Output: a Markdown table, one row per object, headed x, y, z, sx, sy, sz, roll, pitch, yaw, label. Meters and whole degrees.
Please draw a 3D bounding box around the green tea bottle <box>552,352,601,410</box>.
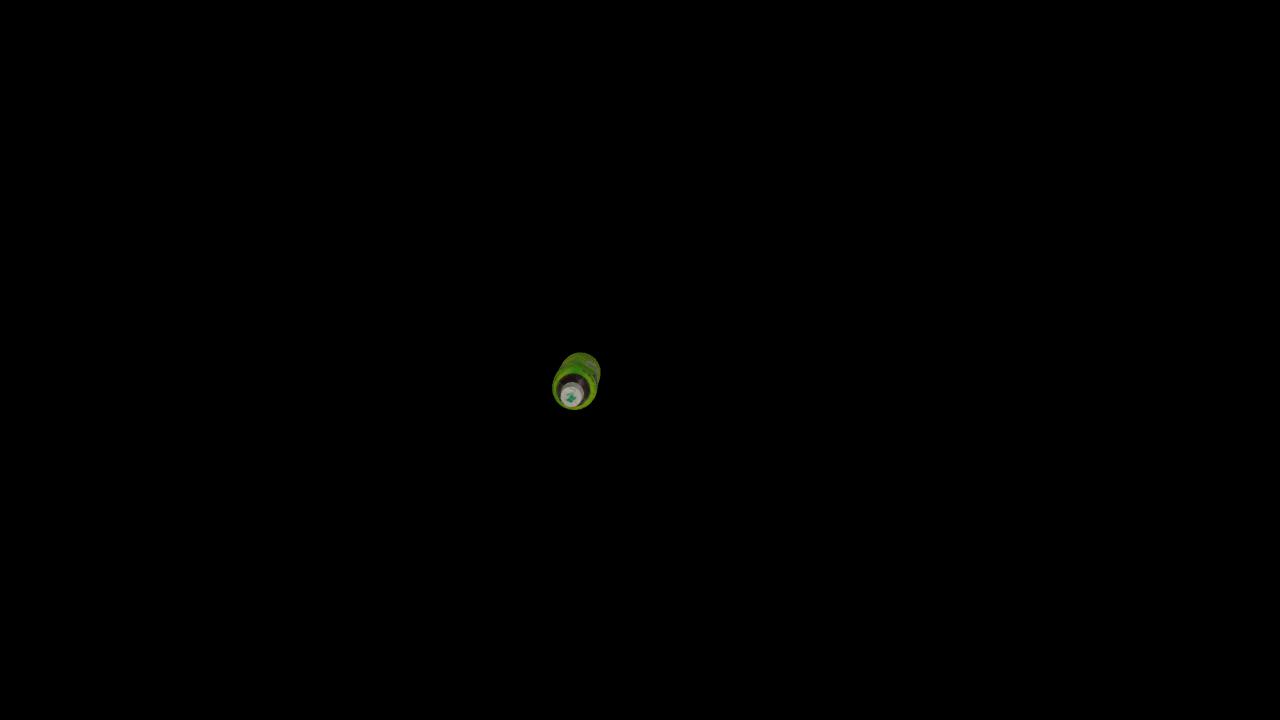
| x | y | z | sx | sy | sz | roll | pitch | yaw | label |
| --- | --- | --- | --- | --- | --- | --- | --- | --- | --- |
| -0.099 | 0.035 | 0.963 | 0.073 | 0.073 | 0.212 | 0 | 7 | -2 | green tea bottle |
